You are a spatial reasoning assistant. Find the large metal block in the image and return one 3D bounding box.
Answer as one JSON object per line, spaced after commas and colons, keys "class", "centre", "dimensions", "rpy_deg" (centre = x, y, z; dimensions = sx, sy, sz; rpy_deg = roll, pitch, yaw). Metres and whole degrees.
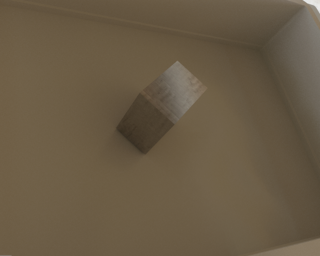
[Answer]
{"class": "large metal block", "centre": [0.002, -0.024, 0.384], "dimensions": [0.050, 0.080, 0.080], "rpy_deg": [43, 51, 1]}
